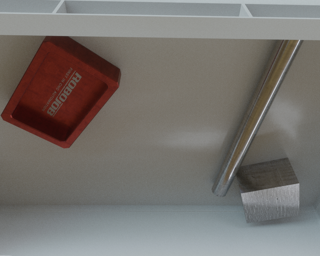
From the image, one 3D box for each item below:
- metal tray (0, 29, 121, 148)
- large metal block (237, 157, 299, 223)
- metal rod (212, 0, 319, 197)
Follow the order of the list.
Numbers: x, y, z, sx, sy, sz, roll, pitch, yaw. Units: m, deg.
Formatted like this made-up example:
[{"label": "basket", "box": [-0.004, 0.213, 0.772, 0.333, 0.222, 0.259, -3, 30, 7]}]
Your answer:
[{"label": "metal tray", "box": [-0.119, -0.039, 0.370, 0.090, 0.030, 0.129, 30, 124, -24]}, {"label": "large metal block", "box": [0.165, 0.098, 0.479, 0.080, 0.050, 0.080, -13, 129, 10]}, {"label": "metal rod", "box": [0.121, -0.011, 0.401, 0.025, 0.025, 0.298, 7, 130, -7]}]
